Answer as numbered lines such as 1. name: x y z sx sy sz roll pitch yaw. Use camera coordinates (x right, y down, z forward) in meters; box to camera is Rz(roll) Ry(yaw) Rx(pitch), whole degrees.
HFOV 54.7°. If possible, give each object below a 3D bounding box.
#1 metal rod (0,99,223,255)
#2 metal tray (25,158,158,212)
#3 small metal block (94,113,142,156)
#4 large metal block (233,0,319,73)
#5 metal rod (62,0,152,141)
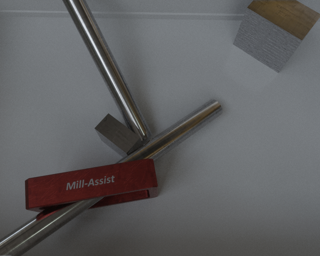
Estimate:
1. metal rod: -0.041 0.048 0.357 0.302 0.025 0.025 -33 73 -24
2. metal tray: -0.069 0.069 0.349 0.131 0.090 0.030 -9 71 -4
3. small metal block: -0.051 0.014 0.391 0.050 0.050 0.025 37 74 12
4. large metal block: 0.158 -0.136 0.432 0.080 0.080 0.050 37 74 12
5. metal rod: -0.086 -0.119 0.380 0.025 0.025 0.299 -28 100 -10
